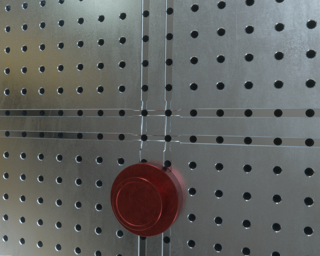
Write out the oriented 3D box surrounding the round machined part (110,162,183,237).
[{"bbox_3d":[-0.023,0.096,0.411,0.098,0.042,0.097,0,90,19],"label":"round machined part"}]
